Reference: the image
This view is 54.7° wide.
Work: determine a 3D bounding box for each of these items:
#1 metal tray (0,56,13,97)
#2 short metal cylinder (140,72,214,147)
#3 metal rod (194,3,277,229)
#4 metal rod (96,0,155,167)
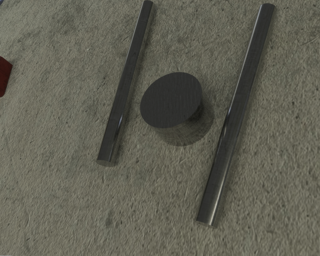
[{"bbox_3d":[-0.382,-0.092,0.657,0.130,0.030,0.090,-16,55,19],"label":"metal tray"},{"bbox_3d":[0.022,-0.023,0.390,0.080,0.050,0.080,-13,56,21],"label":"short metal cylinder"},{"bbox_3d":[0.097,-0.031,0.371,0.025,0.025,0.300,8,65,31],"label":"metal rod"},{"bbox_3d":[-0.047,-0.084,0.479,0.025,0.025,0.300,-3,60,27],"label":"metal rod"}]
